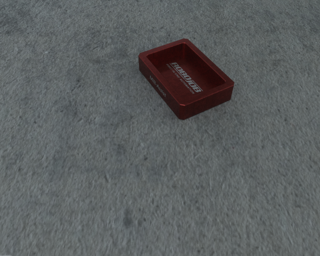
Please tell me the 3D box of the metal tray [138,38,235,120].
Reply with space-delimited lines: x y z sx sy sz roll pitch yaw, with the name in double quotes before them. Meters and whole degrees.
"metal tray" 0.036 -0.078 0.465 0.091 0.030 0.130 -23 54 -19
